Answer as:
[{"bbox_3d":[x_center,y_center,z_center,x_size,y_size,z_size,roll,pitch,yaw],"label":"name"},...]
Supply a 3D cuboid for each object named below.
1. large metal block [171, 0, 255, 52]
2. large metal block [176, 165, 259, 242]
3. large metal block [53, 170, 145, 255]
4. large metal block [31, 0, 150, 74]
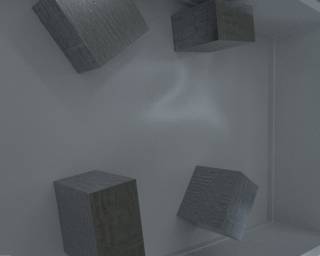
[{"bbox_3d":[0.074,-0.139,0.435,0.081,0.080,0.050,-11,97,-40],"label":"large metal block"},{"bbox_3d":[0.082,0.104,0.442,0.050,0.080,0.080,39,66,-34],"label":"large metal block"},{"bbox_3d":[-0.064,0.092,0.319,0.050,0.080,0.079,-11,98,-40],"label":"large metal block"},{"bbox_3d":[-0.071,-0.117,0.332,0.080,0.050,0.080,-47,118,-30],"label":"large metal block"}]
